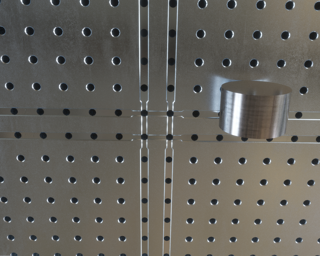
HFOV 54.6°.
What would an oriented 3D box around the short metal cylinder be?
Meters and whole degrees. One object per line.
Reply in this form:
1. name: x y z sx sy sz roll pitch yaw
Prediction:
1. short metal cylinder: 0.114 -0.025 0.376 0.080 0.080 0.050 0 110 0
